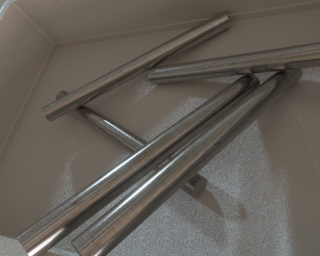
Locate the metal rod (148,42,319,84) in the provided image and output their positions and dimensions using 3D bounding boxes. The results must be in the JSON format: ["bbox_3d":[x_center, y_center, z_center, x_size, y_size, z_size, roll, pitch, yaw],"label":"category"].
[{"bbox_3d":[0.108,-0.076,0.365,0.300,0.025,0.025,0,62,39],"label":"metal rod"}]

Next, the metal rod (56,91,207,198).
[{"bbox_3d":[-0.060,0.007,0.432,0.300,0.025,0.025,29,78,37],"label":"metal rod"}]

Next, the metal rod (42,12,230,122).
[{"bbox_3d":[-0.037,-0.089,0.460,0.301,0.025,0.025,-27,52,3],"label":"metal rod"}]

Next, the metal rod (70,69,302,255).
[{"bbox_3d":[0.049,0.014,0.297,0.302,0.025,0.025,-37,47,-28],"label":"metal rod"}]

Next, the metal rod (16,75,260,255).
[{"bbox_3d":[0.003,0.019,0.316,0.302,0.025,0.025,-35,47,-27],"label":"metal rod"}]
